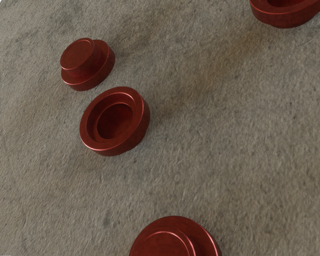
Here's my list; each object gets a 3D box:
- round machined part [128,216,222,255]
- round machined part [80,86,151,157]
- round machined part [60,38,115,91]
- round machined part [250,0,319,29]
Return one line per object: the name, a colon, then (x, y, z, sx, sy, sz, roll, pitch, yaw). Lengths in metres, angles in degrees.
round machined part: (0.009, 0.135, 0.304, 0.098, 0.042, 0.098, -13, 56, 20)
round machined part: (-0.057, -0.005, 0.425, 0.098, 0.042, 0.098, -13, 56, 20)
round machined part: (-0.130, -0.115, 0.529, 0.098, 0.042, 0.098, -13, 56, 20)
round machined part: (0.171, -0.171, 0.408, 0.098, 0.042, 0.098, -13, 56, 20)
